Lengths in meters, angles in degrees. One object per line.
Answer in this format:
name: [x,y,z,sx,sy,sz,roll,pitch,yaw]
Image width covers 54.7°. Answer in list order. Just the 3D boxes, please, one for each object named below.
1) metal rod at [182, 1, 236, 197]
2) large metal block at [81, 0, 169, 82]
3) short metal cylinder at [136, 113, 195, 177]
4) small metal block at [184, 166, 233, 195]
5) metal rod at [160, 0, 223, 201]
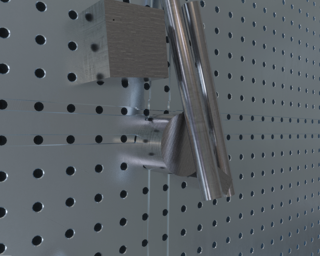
metal rod: [0.077,-0.036,0.473,0.025,0.025,0.298,-22,104,-38]
large metal block: [-0.039,-0.096,0.360,0.081,0.050,0.079,-7,95,-40]
short metal cylinder: [0.016,0.021,0.407,0.081,0.050,0.079,0,90,-40]
small metal block: [0.068,0.072,0.451,0.050,0.050,0.025,40,66,-33]
metal rod: [0.034,-0.062,0.387,0.025,0.025,0.299,-1,76,-40]
